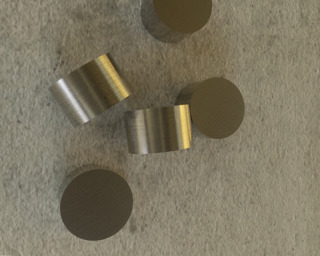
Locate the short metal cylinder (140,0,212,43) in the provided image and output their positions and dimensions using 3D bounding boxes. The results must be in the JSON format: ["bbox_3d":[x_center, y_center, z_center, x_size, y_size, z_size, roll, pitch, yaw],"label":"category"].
[{"bbox_3d":[0.020,-0.157,0.404,0.081,0.050,0.079,0,90,-21],"label":"short metal cylinder"}]

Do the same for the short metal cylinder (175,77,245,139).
[{"bbox_3d":[0.066,-0.026,0.421,0.081,0.050,0.079,0,90,-21],"label":"short metal cylinder"}]

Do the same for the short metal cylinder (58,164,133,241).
[{"bbox_3d":[-0.078,0.085,0.368,0.081,0.050,0.079,0,90,-21],"label":"short metal cylinder"}]

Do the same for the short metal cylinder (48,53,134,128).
[{"bbox_3d":[-0.077,-0.043,0.352,0.080,0.080,0.050,-35,102,-17],"label":"short metal cylinder"}]

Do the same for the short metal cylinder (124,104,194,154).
[{"bbox_3d":[-0.001,0.000,0.380,0.081,0.080,0.050,-8,93,-20],"label":"short metal cylinder"}]
